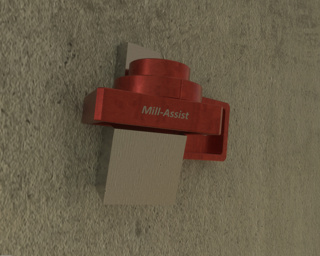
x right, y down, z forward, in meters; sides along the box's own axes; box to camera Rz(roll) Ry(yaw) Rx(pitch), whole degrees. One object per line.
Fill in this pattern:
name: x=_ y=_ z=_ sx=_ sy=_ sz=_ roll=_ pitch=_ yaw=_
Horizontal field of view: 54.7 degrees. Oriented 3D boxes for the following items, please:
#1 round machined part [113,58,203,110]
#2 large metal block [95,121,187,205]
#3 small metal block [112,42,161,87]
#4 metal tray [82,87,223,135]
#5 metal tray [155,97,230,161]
round machined part: x=-0.002 y=-0.048 z=0.345 sx=0.099 sy=0.098 sz=0.042 roll=8 pitch=85 yaw=-40
large metal block: x=-0.023 y=0.038 z=0.348 sx=0.081 sy=0.050 sz=0.079 roll=6 pitch=99 yaw=-22
small metal block: x=-0.028 y=-0.073 z=0.385 sx=0.050 sy=0.025 sz=0.050 roll=8 pitch=85 yaw=-40
metal tray: x=-0.011 y=-0.014 z=0.334 sx=0.131 sy=0.090 sz=0.030 roll=7 pitch=86 yaw=-22
metal tray: x=0.046 y=0.000 z=0.444 sx=0.131 sy=0.030 sz=0.089 roll=8 pitch=85 yaw=-40
